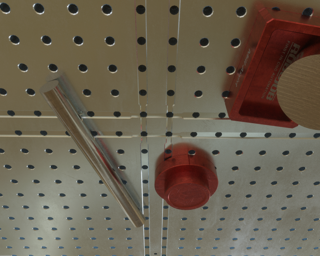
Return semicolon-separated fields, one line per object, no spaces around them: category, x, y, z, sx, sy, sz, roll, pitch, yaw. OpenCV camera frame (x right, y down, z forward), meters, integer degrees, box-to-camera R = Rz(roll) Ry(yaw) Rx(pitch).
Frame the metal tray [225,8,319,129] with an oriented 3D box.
metal tray;0.138;-0.062;0.356;0.091;0.030;0.129;7;130;-7

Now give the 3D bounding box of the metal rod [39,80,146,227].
metal rod;-0.085;0.058;0.460;0.025;0.025;0.299;-14;129;12

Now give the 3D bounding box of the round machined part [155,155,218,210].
round machined part;0.041;0.090;0.477;0.099;0.042;0.097;0;130;0

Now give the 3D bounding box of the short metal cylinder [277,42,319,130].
short metal cylinder;0.168;-0.044;0.318;0.080;0.050;0.079;20;129;27
